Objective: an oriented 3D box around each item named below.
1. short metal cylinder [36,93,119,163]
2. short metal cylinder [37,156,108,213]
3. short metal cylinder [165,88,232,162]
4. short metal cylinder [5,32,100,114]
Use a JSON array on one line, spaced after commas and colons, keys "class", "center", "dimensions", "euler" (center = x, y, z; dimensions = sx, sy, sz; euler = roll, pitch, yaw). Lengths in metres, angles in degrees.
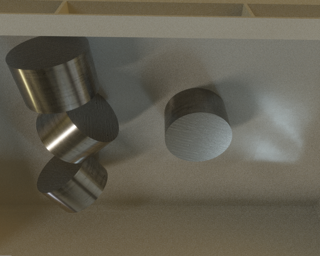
[{"class": "short metal cylinder", "center": [-0.096, -0.005, 0.368], "dimensions": [0.050, 0.080, 0.080], "euler": [-36, 122, 26]}, {"class": "short metal cylinder", "center": [-0.121, 0.070, 0.431], "dimensions": [0.080, 0.080, 0.050], "euler": [-23, 127, 18]}, {"class": "short metal cylinder", "center": [0.046, -0.003, 0.390], "dimensions": [0.081, 0.050, 0.079], "euler": [0, 130, 0]}, {"class": "short metal cylinder", "center": [-0.108, -0.059, 0.322], "dimensions": [0.080, 0.080, 0.050], "euler": [-4, 130, 3]}]
